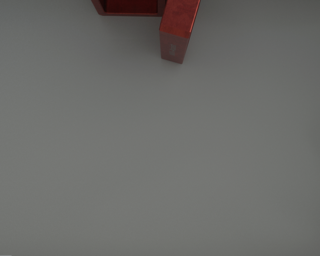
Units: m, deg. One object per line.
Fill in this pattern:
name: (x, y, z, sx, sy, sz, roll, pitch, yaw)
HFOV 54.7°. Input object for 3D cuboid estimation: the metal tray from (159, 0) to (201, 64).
metal tray: (0.027, -0.133, 0.359, 0.030, 0.130, 0.090, 16, 90, 1)

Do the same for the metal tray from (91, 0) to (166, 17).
metal tray: (-0.038, -0.167, 0.358, 0.091, 0.130, 0.030, 1, 90, 0)
